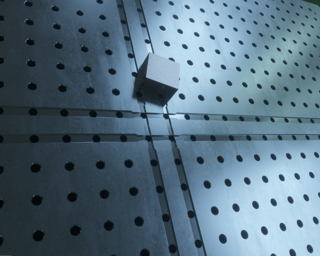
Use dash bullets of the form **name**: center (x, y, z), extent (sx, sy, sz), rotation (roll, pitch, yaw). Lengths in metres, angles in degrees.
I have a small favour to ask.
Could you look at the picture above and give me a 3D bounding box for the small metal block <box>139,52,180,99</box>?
- **small metal block**: center (0.000, -0.077, 0.455), extent (0.050, 0.025, 0.050), rotation (17, 55, -18)
